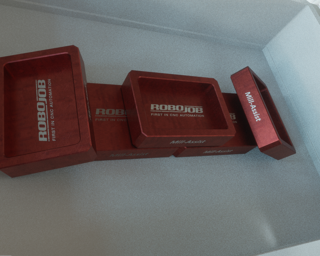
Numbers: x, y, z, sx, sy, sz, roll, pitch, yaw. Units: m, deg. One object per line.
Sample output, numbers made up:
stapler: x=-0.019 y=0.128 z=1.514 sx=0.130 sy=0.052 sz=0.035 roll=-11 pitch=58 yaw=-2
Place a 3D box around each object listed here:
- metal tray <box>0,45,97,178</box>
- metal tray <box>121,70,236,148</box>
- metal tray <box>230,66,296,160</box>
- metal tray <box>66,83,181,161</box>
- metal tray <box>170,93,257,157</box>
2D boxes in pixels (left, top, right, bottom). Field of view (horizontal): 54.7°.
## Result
metal tray: x=-0.121 y=-0.021 z=0.325 sx=0.091 sy=0.030 sz=0.130 roll=-11 pitch=65 yaw=-5
metal tray: x=0.024 y=-0.023 z=0.388 sx=0.131 sy=0.030 sz=0.090 roll=0 pitch=61 yaw=-28
metal tray: x=0.158 y=-0.021 z=0.473 sx=0.090 sy=0.030 sz=0.130 roll=21 pitch=48 yaw=-52
metal tray: x=-0.046 y=-0.008 z=0.382 sx=0.131 sy=0.030 sz=0.090 roll=0 pitch=62 yaw=-28
metal tray: x=0.070 y=-0.007 z=0.443 sx=0.131 sy=0.030 sz=0.090 roll=0 pitch=62 yaw=-28
